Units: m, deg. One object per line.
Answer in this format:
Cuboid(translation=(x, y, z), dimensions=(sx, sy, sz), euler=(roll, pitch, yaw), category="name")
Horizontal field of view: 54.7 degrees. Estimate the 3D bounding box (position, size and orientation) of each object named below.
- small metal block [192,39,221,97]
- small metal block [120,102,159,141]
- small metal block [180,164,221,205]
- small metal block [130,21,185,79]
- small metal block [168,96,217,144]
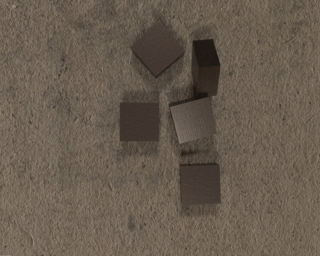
Cuboid(translation=(0.056, -0.075, 0.388), dimensions=(0.025, 0.050, 0.050), euler=(-5, 52, 0), category="small metal block")
Cuboid(translation=(-0.026, -0.008, 0.410), dimensions=(0.050, 0.025, 0.050), euler=(0, 90, -1), category="small metal block")
Cuboid(translation=(0.053, 0.073, 0.411), dimensions=(0.050, 0.025, 0.050), euler=(-2, 90, -1), category="small metal block")
Cuboid(translation=(-0.003, -0.102, 0.410), dimensions=(0.050, 0.025, 0.050), euler=(-41, 91, 0), category="small metal block")
Cuboid(translation=(0.042, -0.012, 0.405), dimensions=(0.050, 0.025, 0.050), euler=(-15, 104, -1), category="small metal block")
